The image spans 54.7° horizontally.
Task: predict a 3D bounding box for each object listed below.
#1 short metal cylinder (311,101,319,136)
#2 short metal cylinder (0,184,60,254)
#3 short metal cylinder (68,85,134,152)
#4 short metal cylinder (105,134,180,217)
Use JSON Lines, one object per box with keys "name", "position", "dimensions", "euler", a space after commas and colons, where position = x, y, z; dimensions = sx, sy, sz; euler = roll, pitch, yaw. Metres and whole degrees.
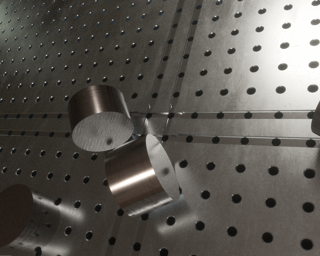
{"name": "short metal cylinder", "position": [0.187, -0.017, 0.285], "dimensions": [0.080, 0.080, 0.050], "euler": [-48, 52, -5]}
{"name": "short metal cylinder", "position": [-0.182, 0.121, 0.411], "dimensions": [0.080, 0.050, 0.080], "euler": [-13, 56, 20]}
{"name": "short metal cylinder", "position": [-0.081, -0.012, 0.421], "dimensions": [0.080, 0.080, 0.050], "euler": [-29, 52, 10]}
{"name": "short metal cylinder", "position": [-0.018, 0.053, 0.349], "dimensions": [0.050, 0.080, 0.080], "euler": [-25, 53, 12]}
